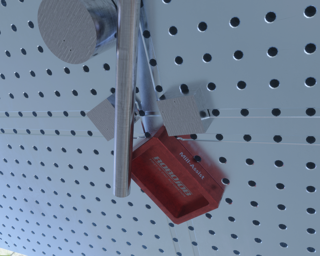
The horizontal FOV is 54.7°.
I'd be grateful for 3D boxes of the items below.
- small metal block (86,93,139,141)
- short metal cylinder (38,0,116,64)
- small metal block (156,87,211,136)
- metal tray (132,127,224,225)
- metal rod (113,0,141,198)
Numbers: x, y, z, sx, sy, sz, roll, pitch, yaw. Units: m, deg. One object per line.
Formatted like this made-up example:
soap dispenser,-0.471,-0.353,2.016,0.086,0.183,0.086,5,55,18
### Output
small metal block,-0.067,-0.016,0.435,0.050,0.025,0.050,-29,103,37
short metal cylinder,-0.095,-0.122,0.368,0.080,0.050,0.079,13,124,20
small metal block,0.030,-0.019,0.383,0.050,0.025,0.050,-7,115,30
metal tray,0.015,0.071,0.442,0.130,0.030,0.090,48,129,-6
metal rod,-0.043,-0.041,0.382,0.025,0.025,0.298,15,117,19
